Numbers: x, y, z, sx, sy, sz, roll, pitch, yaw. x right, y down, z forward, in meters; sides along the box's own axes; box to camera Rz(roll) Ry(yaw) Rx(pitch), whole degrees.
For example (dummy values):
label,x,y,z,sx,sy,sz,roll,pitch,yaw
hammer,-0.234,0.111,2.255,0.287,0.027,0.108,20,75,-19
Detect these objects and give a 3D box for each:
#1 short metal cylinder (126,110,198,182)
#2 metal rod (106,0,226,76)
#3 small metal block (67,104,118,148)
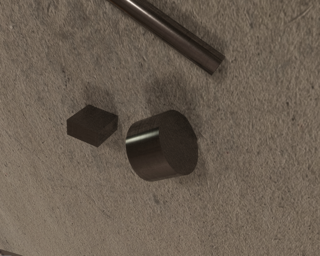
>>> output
label,x,y,z,sx,sy,sz,roll,pitch,yaw
short metal cylinder,0.004,0.023,0.382,0.050,0.080,0.080,-18,109,35
metal rod,-0.058,-0.155,0.339,0.301,0.025,0.025,36,129,3
small metal block,-0.094,-0.004,0.436,0.050,0.050,0.025,21,126,15
